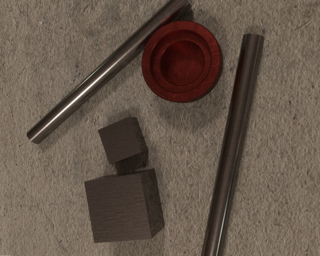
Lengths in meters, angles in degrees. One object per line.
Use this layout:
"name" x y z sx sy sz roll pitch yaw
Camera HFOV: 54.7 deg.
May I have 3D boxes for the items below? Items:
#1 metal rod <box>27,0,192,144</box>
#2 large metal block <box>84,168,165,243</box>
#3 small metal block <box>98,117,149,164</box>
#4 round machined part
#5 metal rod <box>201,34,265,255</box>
"metal rod" -0.080 -0.075 0.435 0.300 0.025 0.025 -38 78 15
"large metal block" -0.046 0.101 0.411 0.080 0.050 0.080 -11 86 19
"small metal block" -0.050 0.017 0.426 0.050 0.025 0.050 -22 83 18
"round machined part" 0.030 -0.080 0.389 0.098 0.042 0.097 0 90 19
"metal rod" 0.086 0.038 0.378 0.025 0.025 0.298 11 94 19
